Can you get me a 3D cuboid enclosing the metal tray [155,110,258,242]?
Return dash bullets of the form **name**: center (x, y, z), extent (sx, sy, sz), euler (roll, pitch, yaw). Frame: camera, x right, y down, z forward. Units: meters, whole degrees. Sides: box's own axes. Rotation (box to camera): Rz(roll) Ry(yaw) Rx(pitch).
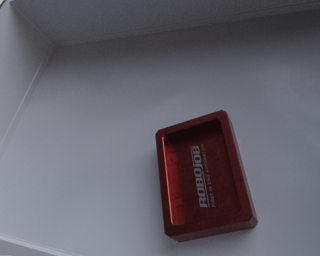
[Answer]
- **metal tray**: center (0.046, 0.051, 0.345), extent (0.090, 0.030, 0.130), euler (-18, 55, 17)
